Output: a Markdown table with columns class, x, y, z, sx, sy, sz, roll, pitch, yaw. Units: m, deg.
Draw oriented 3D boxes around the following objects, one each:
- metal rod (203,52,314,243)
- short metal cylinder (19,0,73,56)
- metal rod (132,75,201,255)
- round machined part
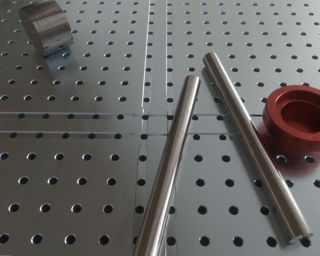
| class | x | y | z | sx | sy | sz | roll | pitch | yaw |
| --- | --- | --- | --- | --- | --- | --- | --- | --- | --- |
| metal rod | 0.112 | 0.000 | 0.408 | 0.025 | 0.025 | 0.300 | -9 | 51 | -8 |
| short metal cylinder | -0.187 | -0.165 | 0.509 | 0.050 | 0.080 | 0.080 | -32 | 57 | -24 |
| metal rod | 0.013 | 0.041 | 0.372 | 0.025 | 0.025 | 0.300 | 11 | 51 | 9 |
| round machined part | 0.184 | -0.008 | 0.404 | 0.099 | 0.042 | 0.098 | 0 | 50 | 0 |
